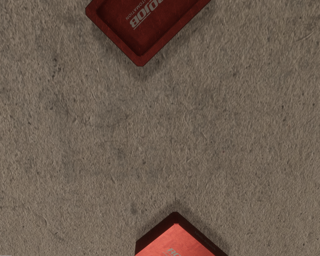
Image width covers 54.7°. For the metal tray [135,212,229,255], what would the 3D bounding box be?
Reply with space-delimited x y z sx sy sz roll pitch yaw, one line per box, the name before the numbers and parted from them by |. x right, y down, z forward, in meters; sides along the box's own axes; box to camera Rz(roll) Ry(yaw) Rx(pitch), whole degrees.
metal tray | 0.037 0.201 0.482 0.090 0.030 0.130 -43 105 13

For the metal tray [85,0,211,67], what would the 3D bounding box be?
metal tray | -0.008 -0.146 0.353 0.130 0.030 0.090 -42 105 13
